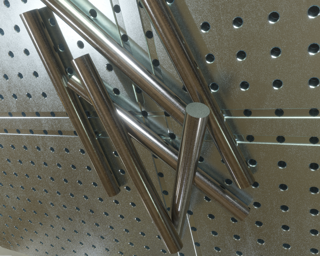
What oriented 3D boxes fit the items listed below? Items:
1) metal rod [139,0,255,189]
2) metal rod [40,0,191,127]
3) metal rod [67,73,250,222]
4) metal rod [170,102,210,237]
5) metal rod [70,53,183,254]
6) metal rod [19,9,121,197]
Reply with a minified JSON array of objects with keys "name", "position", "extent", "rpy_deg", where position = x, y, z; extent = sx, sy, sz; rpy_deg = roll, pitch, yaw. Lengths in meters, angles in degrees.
[{"name":"metal rod","position":[0.038,-0.056,0.356],"extent":[0.025,0.025,0.299],"rpy_deg":[-19,109,35]},{"name":"metal rod","position":[-0.065,-0.100,0.383],"extent":[0.300,0.025,0.025],"rpy_deg":[42,129,-1]},{"name":"metal rod","position":[-0.003,0.025,0.428],"extent":[0.300,0.025,0.025],"rpy_deg":[38,129,2]},{"name":"metal rod","position":[0.030,0.089,0.421],"extent":[0.025,0.025,0.298],"rpy_deg":[21,136,16]},{"name":"metal rod","position":[-0.039,0.044,0.420],"extent":[0.025,0.025,0.299],"rpy_deg":[-16,106,34]},{"name":"metal rod","position":[-0.125,-0.023,0.463],"extent":[0.025,0.025,0.299],"rpy_deg":[-6,116,31]}]
